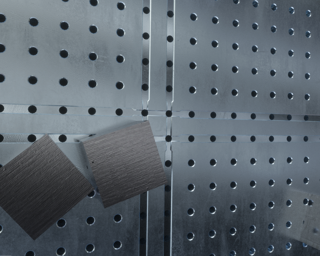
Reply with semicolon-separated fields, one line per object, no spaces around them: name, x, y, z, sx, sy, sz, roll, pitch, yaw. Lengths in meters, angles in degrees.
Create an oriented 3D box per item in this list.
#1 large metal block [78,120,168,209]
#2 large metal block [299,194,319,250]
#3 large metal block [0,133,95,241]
large metal block;-0.046;0.041;0.382;0.081;0.050;0.080;-19;97;-19
large metal block;0.285;0.160;0.504;0.080;0.050;0.080;18;84;-19
large metal block;-0.134;0.062;0.350;0.080;0.050;0.080;-41;103;-15
